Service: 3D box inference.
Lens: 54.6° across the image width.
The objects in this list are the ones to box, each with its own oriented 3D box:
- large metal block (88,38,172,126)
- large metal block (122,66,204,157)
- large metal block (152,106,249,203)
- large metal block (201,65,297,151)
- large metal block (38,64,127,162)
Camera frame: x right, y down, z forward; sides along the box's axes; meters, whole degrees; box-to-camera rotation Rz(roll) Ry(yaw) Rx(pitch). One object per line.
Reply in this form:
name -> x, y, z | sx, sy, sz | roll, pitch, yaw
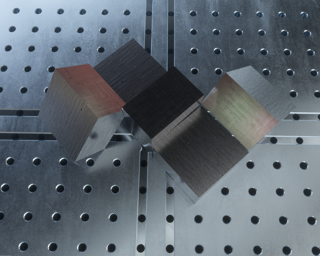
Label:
large metal block -> -0.039, -0.059, 0.420 | 0.080, 0.050, 0.080 | -40, 76, -12
large metal block -> 0.003, -0.018, 0.389 | 0.080, 0.080, 0.050 | -40, 76, -13
large metal block -> 0.048, 0.034, 0.386 | 0.080, 0.050, 0.080 | -39, 73, -13
large metal block -> 0.112, -0.029, 0.387 | 0.080, 0.050, 0.081 | 47, 37, 14
large metal block -> -0.096, -0.020, 0.382 | 0.080, 0.080, 0.050 | 47, 38, 15
